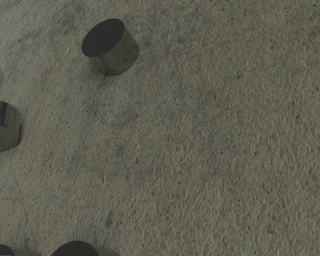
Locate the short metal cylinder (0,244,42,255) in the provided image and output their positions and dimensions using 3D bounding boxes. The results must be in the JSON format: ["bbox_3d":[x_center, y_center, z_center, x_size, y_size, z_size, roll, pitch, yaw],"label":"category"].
[{"bbox_3d":[-0.183,0.186,0.370,0.080,0.050,0.080,-13,56,21],"label":"short metal cylinder"}]

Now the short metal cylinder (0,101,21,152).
[{"bbox_3d":[-0.278,-0.002,0.517,0.080,0.080,0.050,-23,54,14],"label":"short metal cylinder"}]

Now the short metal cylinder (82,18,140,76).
[{"bbox_3d":[-0.081,-0.133,0.512,0.080,0.050,0.080,-13,56,21],"label":"short metal cylinder"}]

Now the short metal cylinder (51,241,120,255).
[{"bbox_3d":[-0.080,0.166,0.328,0.080,0.050,0.080,-13,56,21],"label":"short metal cylinder"}]
